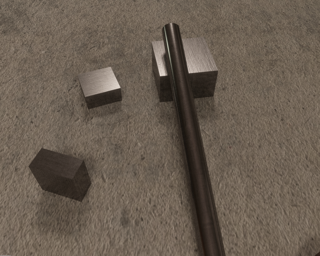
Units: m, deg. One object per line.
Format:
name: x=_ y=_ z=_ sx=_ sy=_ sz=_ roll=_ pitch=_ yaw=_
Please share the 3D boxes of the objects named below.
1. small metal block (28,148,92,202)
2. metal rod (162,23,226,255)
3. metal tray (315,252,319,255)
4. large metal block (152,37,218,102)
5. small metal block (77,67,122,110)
small metal block: x=-0.108 y=0.052 z=0.342 sx=0.050 sy=0.050 sz=0.025 roll=14 pitch=52 yaw=11
metal rod: x=0.033 y=-0.006 z=0.367 sx=0.025 sy=0.025 sz=0.299 roll=-5 pitch=63 yaw=-5
metal tray: x=0.145 y=0.177 z=0.253 sx=0.090 sy=0.030 sz=0.131 roll=38 pitch=59 yaw=27
large metal block: x=0.033 y=-0.088 z=0.462 sx=0.081 sy=0.050 sz=0.080 roll=-7 pitch=50 yaw=-6
small metal block: x=-0.088 y=-0.059 z=0.452 sx=0.050 sy=0.025 sz=0.050 roll=-17 pitch=52 yaw=-14
